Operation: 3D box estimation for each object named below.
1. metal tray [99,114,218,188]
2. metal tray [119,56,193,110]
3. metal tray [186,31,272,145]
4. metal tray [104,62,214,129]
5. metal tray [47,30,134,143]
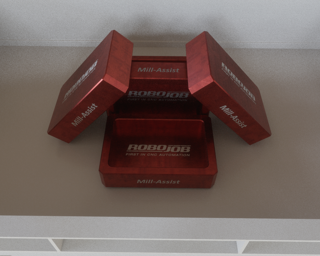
[{"bbox_3d":[-0.002,0.026,0.376,0.131,0.030,0.090,1,50,-1],"label":"metal tray"},{"bbox_3d":[0.002,-0.066,0.455,0.131,0.030,0.090,0,50,-1],"label":"metal tray"},{"bbox_3d":[0.085,-0.047,0.383,0.030,0.130,0.090,-30,41,32],"label":"metal tray"},{"bbox_3d":[-0.002,-0.039,0.393,0.131,0.089,0.030,1,50,0],"label":"metal tray"},{"bbox_3d":[-0.087,-0.049,0.384,0.030,0.130,0.090,31,41,-30],"label":"metal tray"}]
